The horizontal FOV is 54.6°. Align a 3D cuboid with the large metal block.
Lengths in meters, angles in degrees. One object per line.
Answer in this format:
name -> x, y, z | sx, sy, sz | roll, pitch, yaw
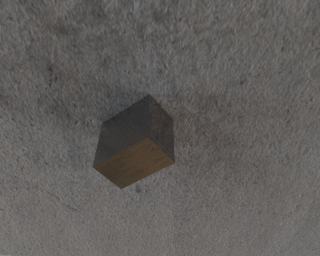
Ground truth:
large metal block -> -0.030, 0.017, 0.385 | 0.080, 0.080, 0.050 | -29, 124, 22
